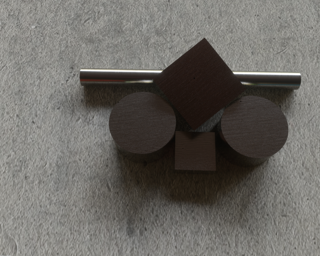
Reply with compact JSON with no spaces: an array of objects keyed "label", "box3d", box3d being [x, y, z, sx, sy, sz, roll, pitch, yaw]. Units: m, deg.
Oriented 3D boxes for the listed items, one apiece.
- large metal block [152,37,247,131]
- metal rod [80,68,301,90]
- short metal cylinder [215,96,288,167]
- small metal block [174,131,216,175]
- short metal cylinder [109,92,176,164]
[{"label":"large metal block","box3d":[0.048,-0.053,0.397,0.080,0.050,0.080,-39,91,1]},{"label":"metal rod","box3d":[0.042,-0.069,0.434,0.302,0.025,0.025,1,70,0]},{"label":"short metal cylinder","box3d":[0.113,0.006,0.394,0.081,0.050,0.080,0,70,0]},{"label":"small metal block","box3d":[0.044,0.032,0.398,0.050,0.025,0.050,2,70,0]},{"label":"short metal cylinder","box3d":[-0.021,0.001,0.395,0.081,0.050,0.080,0,70,0]}]
